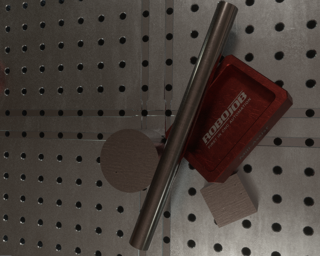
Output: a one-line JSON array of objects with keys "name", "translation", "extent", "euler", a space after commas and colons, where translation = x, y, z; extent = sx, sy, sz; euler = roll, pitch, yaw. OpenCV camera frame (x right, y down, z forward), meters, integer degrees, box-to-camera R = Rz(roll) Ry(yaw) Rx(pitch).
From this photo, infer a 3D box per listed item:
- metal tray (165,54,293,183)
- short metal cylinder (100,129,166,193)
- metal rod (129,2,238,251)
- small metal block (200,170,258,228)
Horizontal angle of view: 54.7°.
[{"name": "metal tray", "translation": [0.077, -0.010, 0.368], "extent": [0.130, 0.030, 0.090], "euler": [-52, 58, 12]}, {"name": "short metal cylinder", "translation": [-0.031, 0.041, 0.409], "extent": [0.080, 0.050, 0.079], "euler": [0, 90, 19]}, {"name": "metal rod", "translation": [0.028, -0.002, 0.364], "extent": [0.025, 0.025, 0.299], "euler": [21, 90, 18]}, {"name": "small metal block", "translation": [0.085, 0.087, 0.382], "extent": [0.050, 0.025, 0.050], "euler": [-29, 81, 17]}]
